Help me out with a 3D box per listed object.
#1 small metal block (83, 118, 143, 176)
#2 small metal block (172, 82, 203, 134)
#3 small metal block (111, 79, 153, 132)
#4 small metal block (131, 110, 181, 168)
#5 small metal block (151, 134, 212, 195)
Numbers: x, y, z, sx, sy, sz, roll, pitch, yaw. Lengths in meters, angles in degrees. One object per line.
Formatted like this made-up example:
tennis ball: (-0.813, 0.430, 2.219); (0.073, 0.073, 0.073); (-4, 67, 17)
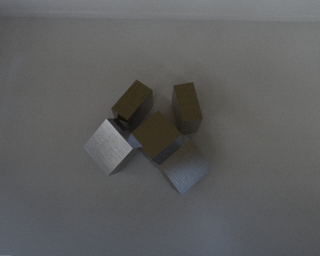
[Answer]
small metal block: (-0.059, 0.023, 0.386); (0.050, 0.025, 0.050); (47, 109, 14)
small metal block: (0.034, -0.024, 0.403); (0.025, 0.050, 0.050); (-10, 70, -5)
small metal block: (-0.034, -0.027, 0.403); (0.025, 0.050, 0.050); (35, 74, 12)
small metal block: (-0.004, 0.014, 0.402); (0.050, 0.025, 0.050); (-40, 75, -14)
small metal block: (0.027, 0.044, 0.378); (0.050, 0.025, 0.050); (-39, 112, -14)
